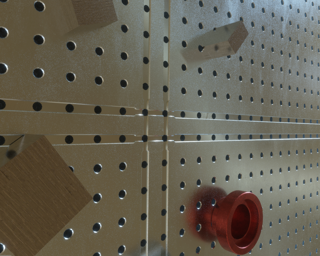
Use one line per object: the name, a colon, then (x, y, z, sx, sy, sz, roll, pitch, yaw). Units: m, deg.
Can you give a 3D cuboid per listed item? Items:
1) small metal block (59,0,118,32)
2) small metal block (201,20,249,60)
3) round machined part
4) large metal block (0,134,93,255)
small metal block: (-0.081, -0.138, 0.343, 0.050, 0.025, 0.050, -24, 106, -38)
small metal block: (0.101, -0.136, 0.480, 0.025, 0.050, 0.050, 51, 60, -29)
round machined part: (0.122, 0.150, 0.504, 0.099, 0.042, 0.097, 0, 90, -40)
large metal block: (-0.126, 0.062, 0.289, 0.080, 0.050, 0.080, -45, 117, -31)
